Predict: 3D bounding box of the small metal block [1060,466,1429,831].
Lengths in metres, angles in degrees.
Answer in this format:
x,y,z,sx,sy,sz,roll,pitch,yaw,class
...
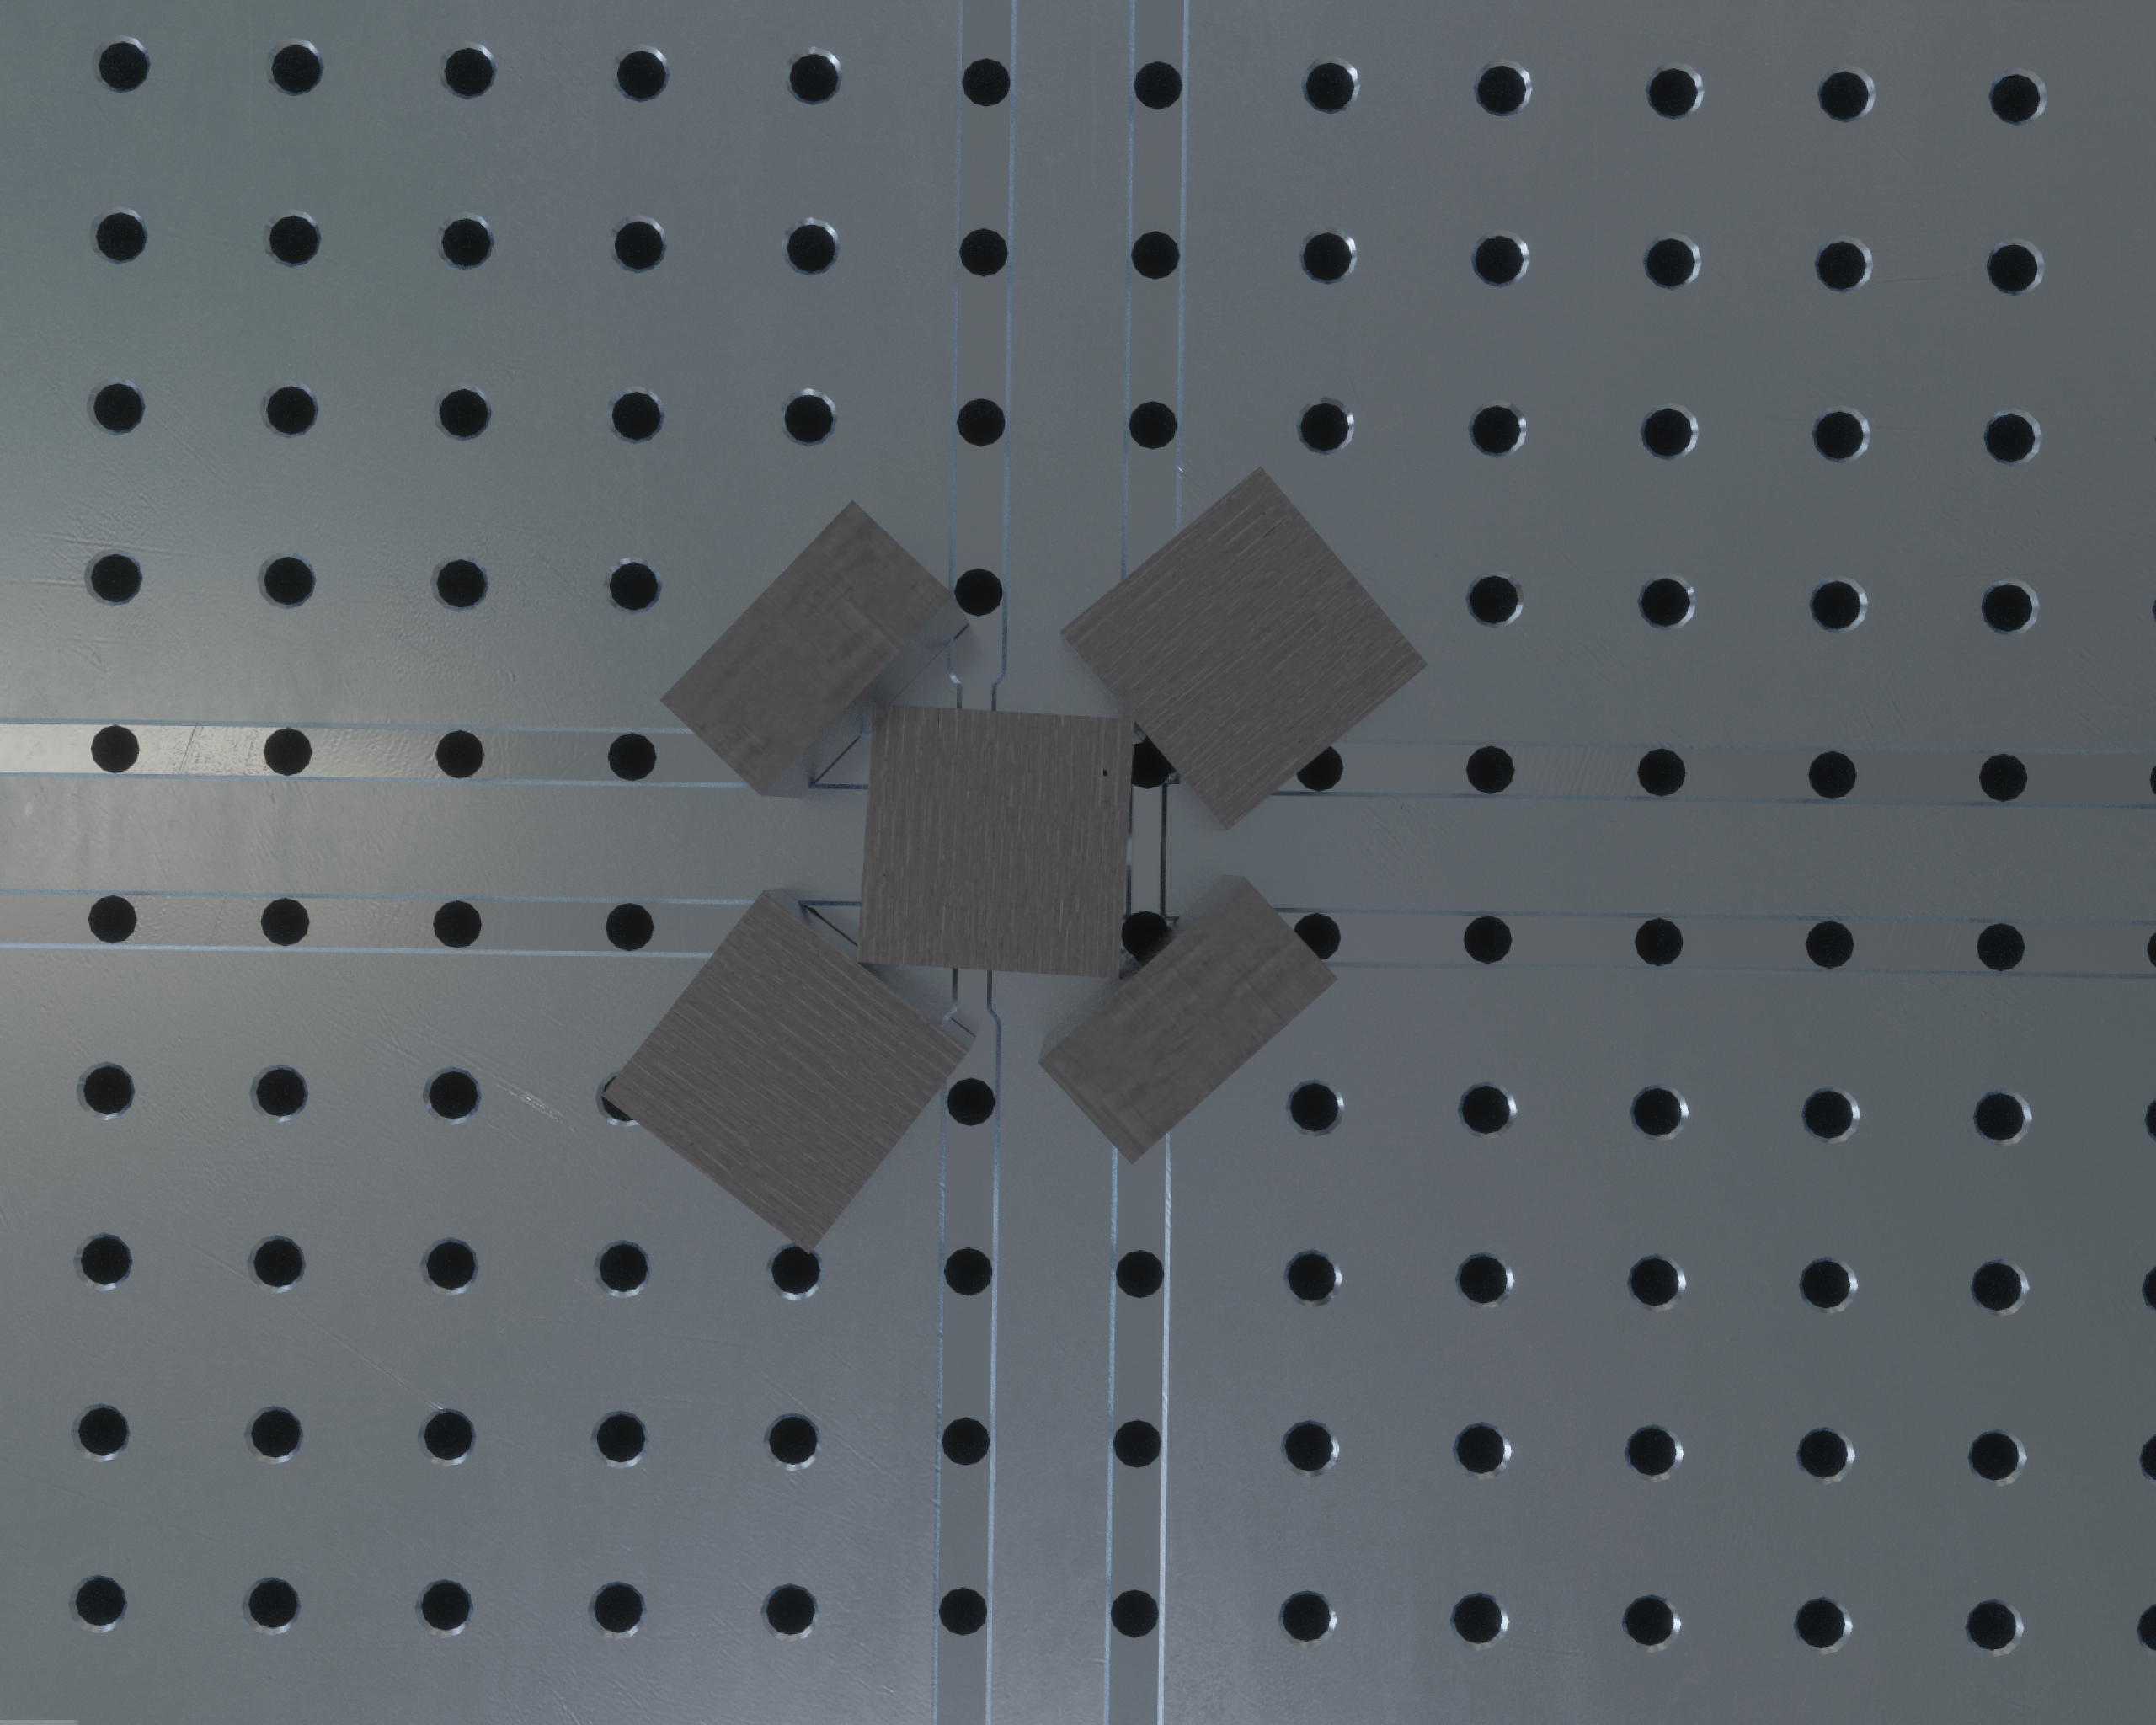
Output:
x,y,z,sx,sy,sz,roll,pitch,yaw,class
0.032,-0.041,0.413,0.050,0.025,0.050,-40,90,0,small metal block

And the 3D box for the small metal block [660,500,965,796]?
x,y,z,sx,sy,sz,roll,pitch,yaw,class
-0.049,-0.039,0.400,0.025,0.050,0.050,44,91,-1,small metal block

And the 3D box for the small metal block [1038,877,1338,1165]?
x,y,z,sx,sy,sz,roll,pitch,yaw,class
0.020,0.028,0.401,0.050,0.050,0.025,-42,90,0,small metal block

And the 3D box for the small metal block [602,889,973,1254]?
x,y,z,sx,sy,sz,roll,pitch,yaw,class
-0.056,0.040,0.413,0.050,0.025,0.050,38,89,-1,small metal block

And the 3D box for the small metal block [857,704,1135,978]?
x,y,z,sx,sy,sz,roll,pitch,yaw,class
-0.015,-0.004,0.413,0.050,0.025,0.050,4,89,1,small metal block
